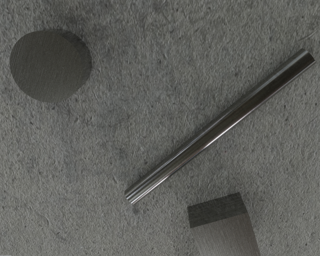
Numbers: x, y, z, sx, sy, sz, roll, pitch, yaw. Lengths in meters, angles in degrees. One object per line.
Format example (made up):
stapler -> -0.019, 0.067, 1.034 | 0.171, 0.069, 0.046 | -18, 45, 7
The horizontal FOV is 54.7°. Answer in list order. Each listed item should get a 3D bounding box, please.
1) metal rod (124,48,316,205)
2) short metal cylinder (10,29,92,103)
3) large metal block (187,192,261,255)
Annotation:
metal rod -> 0.070, 0.006, 0.412 | 0.300, 0.025, 0.025 | -40, 106, 13
short metal cylinder -> -0.126, -0.075, 0.367 | 0.081, 0.050, 0.079 | 0, 110, 0
large metal block -> 0.092, 0.151, 0.453 | 0.080, 0.050, 0.080 | -18, 109, 6
